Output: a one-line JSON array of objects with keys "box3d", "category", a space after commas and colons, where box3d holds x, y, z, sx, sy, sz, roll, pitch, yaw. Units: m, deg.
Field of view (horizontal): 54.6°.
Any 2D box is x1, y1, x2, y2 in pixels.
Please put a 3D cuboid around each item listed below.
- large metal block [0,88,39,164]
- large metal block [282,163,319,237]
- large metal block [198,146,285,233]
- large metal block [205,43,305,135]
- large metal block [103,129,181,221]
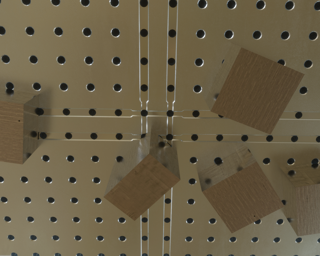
[{"box3d": [-0.206, -0.006, 0.396, 0.080, 0.050, 0.079, 9, 110, -4], "category": "large metal block"}, {"box3d": [0.224, 0.099, 0.438, 0.080, 0.050, 0.080, -10, 110, 3], "category": "large metal block"}, {"box3d": [0.111, 0.085, 0.432, 0.080, 0.050, 0.080, -32, 107, 11], "category": "large metal block"}, {"box3d": [0.112, -0.049, 0.383, 0.080, 0.050, 0.080, 21, 109, -8], "category": "large metal block"}, {"box3d": [-0.022, 0.058, 0.405, 0.050, 0.080, 0.080, 42, 105, -14], "category": "large metal block"}]
